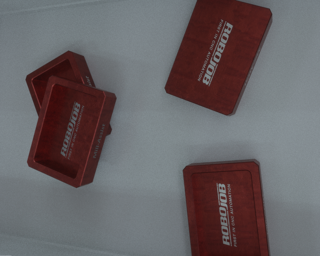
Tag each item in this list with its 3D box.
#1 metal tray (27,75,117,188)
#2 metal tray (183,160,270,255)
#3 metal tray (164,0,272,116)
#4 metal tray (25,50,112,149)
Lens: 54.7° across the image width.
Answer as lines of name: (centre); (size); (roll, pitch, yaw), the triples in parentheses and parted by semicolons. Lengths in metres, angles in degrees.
metal tray: (-0.120, 0.003, 0.417); (0.090, 0.030, 0.129); (19, 96, 19)
metal tray: (0.081, 0.107, 0.378); (0.090, 0.030, 0.129); (-7, 88, 19)
metal tray: (0.071, -0.089, 0.383); (0.090, 0.030, 0.129); (23, 97, 18)
metal tray: (-0.135, -0.035, 0.455); (0.090, 0.030, 0.129); (-24, 82, 18)
